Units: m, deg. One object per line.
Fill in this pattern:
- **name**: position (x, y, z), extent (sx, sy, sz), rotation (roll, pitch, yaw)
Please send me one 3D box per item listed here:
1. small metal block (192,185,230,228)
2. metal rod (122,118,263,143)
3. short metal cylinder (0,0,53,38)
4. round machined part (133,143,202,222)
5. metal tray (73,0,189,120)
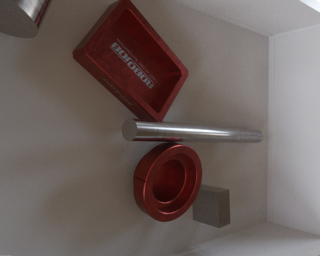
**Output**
- **small metal block**: position (0.075, 0.114, 0.456), extent (0.025, 0.050, 0.050), rotation (-4, 93, -40)
- **metal rod**: position (0.070, 0.008, 0.445), extent (0.302, 0.025, 0.025), rotation (4, 88, -47)
- **short metal cylinder**: position (-0.133, -0.120, 0.260), extent (0.080, 0.080, 0.050), rotation (28, 73, -37)
- **round machined part**: position (0.005, 0.065, 0.396), extent (0.099, 0.042, 0.097), rotation (-11, 107, -39)
- **metal tray**: position (-0.029, -0.078, 0.380), extent (0.130, 0.030, 0.090), rotation (44, 63, -31)
